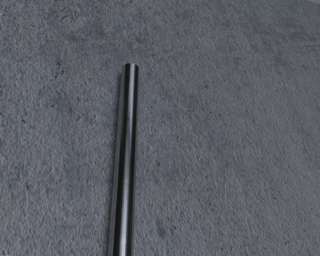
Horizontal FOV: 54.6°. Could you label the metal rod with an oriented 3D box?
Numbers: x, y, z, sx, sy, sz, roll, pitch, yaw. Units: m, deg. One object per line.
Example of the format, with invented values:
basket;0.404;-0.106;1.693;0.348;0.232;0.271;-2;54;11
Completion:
metal rod;-0.040;0.047;0.353;0.025;0.025;0.300;13;56;-21
